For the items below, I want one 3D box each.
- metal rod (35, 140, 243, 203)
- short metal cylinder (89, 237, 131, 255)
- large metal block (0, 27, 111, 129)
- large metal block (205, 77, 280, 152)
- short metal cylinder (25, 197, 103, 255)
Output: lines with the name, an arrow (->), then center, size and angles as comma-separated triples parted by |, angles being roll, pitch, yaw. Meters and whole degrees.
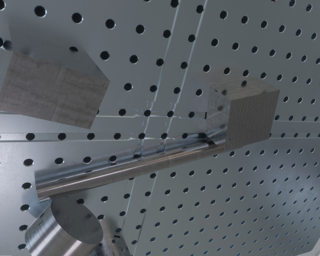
metal rod -> -0.013, 0.050, 0.434 | 0.302, 0.025, 0.025 | -12, 124, -22
short metal cylinder -> -0.081, 0.220, 0.487 | 0.081, 0.050, 0.079 | -14, 124, -21
large metal block -> -0.104, -0.047, 0.290 | 0.081, 0.080, 0.050 | 14, 111, -34
large metal block -> 0.115, -0.021, 0.445 | 0.081, 0.050, 0.079 | -13, 124, -21
short metal cylinder -> -0.120, 0.133, 0.393 | 0.050, 0.080, 0.080 | -48, 129, 6
